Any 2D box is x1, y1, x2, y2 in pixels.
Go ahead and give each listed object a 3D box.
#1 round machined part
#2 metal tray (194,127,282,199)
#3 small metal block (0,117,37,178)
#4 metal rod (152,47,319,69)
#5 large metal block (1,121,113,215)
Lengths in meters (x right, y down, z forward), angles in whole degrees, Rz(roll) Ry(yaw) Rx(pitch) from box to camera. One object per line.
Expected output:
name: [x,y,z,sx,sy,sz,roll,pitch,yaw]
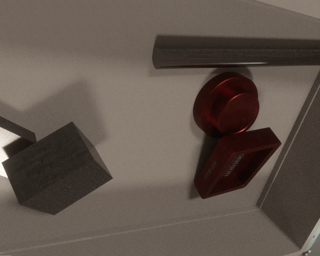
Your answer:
round machined part: [0.100,-0.026,0.438,0.099,0.042,0.097,-14,125,-21]
metal tray: [0.115,0.057,0.477,0.091,0.030,0.129,-9,143,-24]
small metal block: [-0.169,0.019,0.329,0.050,0.025,0.050,-49,129,6]
metal rod: [0.132,-0.096,0.423,0.303,0.025,0.025,-7,122,-26]
large metal block: [-0.108,0.048,0.343,0.080,0.050,0.080,-32,158,-8]
